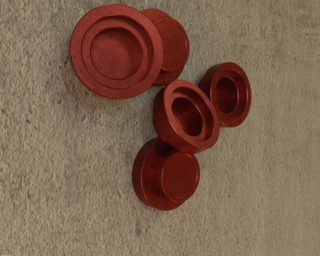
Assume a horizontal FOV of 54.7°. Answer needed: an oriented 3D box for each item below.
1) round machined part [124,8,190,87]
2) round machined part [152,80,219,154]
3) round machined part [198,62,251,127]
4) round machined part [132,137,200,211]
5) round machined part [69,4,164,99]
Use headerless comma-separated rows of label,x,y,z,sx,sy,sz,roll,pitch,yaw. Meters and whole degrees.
round machined part,0.000,-0.103,0.396,0.099,0.042,0.097,0,90,-40
round machined part,0.029,-0.011,0.408,0.099,0.042,0.098,22,53,-33
round machined part,0.095,-0.050,0.477,0.099,0.042,0.097,0,90,-40
round machined part,0.015,0.061,0.409,0.099,0.042,0.097,0,90,-40
round machined part,-0.049,-0.081,0.341,0.099,0.042,0.097,-3,98,-19
